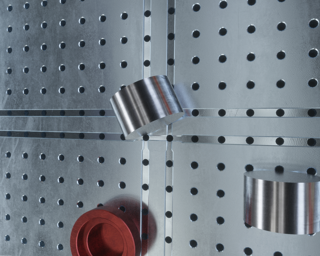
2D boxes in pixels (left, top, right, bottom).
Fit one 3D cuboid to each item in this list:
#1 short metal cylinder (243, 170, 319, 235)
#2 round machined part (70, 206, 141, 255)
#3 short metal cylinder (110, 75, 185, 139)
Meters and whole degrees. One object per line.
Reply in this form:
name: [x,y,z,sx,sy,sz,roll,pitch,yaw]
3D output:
short metal cylinder: [0.132,0.077,0.337,0.080,0.080,0.050,1,91,20]
round machined part: [-0.071,0.156,0.428,0.098,0.042,0.097,0,90,20]
short metal cylinder: [-0.016,-0.025,0.389,0.080,0.080,0.050,-26,82,18]
